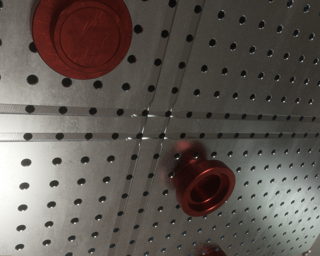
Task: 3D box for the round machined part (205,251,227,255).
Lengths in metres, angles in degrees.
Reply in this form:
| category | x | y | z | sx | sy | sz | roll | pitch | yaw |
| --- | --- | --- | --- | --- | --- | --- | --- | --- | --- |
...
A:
| category | x | y | z | sx | sy | sz | roll | pitch | yaw |
| --- | --- | --- | --- | --- | --- | --- | --- | --- | --- |
| round machined part | 0.114 | 0.313 | 0.659 | 0.099 | 0.042 | 0.097 | -14 | 125 | -21 |

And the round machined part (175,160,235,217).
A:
| category | x | y | z | sx | sy | sz | roll | pitch | yaw |
| --- | --- | --- | --- | --- | --- | --- | --- | --- | --- |
| round machined part | 0.068 | 0.091 | 0.496 | 0.099 | 0.042 | 0.097 | -14 | 125 | -21 |

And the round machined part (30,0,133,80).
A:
| category | x | y | z | sx | sy | sz | roll | pitch | yaw |
| --- | --- | --- | --- | --- | --- | --- | --- | --- | --- |
| round machined part | -0.073 | -0.093 | 0.304 | 0.099 | 0.042 | 0.097 | -14 | 124 | -21 |
